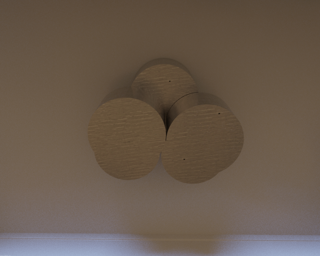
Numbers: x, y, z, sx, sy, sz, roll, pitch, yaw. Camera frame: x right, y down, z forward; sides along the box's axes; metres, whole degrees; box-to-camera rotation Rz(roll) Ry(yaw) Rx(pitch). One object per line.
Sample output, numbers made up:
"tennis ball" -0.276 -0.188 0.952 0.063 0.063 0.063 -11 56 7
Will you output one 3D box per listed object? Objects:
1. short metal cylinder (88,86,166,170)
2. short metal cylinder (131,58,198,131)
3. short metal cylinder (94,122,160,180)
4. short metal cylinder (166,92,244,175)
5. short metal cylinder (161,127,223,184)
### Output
"short metal cylinder" -0.034 -0.001 0.342 0.081 0.050 0.079 0 110 0
"short metal cylinder" 0.005 -0.042 0.381 0.081 0.050 0.079 0 110 0
"short metal cylinder" -0.040 0.020 0.403 0.081 0.050 0.079 0 110 0
"short metal cylinder" 0.047 0.005 0.344 0.081 0.050 0.079 0 110 0
"short metal cylinder" 0.042 0.025 0.406 0.081 0.050 0.079 0 110 0
